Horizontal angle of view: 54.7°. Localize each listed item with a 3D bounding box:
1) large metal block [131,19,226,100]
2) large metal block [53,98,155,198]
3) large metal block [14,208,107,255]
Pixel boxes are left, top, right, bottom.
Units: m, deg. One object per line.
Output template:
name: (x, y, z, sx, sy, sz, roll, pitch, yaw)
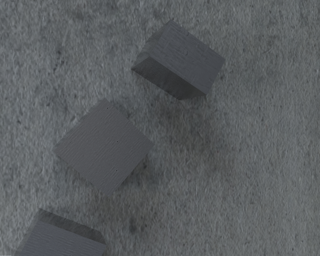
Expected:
large metal block: (0.020, -0.080, 0.388, 0.080, 0.080, 0.050, 31, 80, -18)
large metal block: (-0.068, 0.022, 0.371, 0.080, 0.050, 0.080, 44, 76, -15)
large metal block: (-0.119, 0.149, 0.352, 0.080, 0.050, 0.080, 29, 81, -18)
